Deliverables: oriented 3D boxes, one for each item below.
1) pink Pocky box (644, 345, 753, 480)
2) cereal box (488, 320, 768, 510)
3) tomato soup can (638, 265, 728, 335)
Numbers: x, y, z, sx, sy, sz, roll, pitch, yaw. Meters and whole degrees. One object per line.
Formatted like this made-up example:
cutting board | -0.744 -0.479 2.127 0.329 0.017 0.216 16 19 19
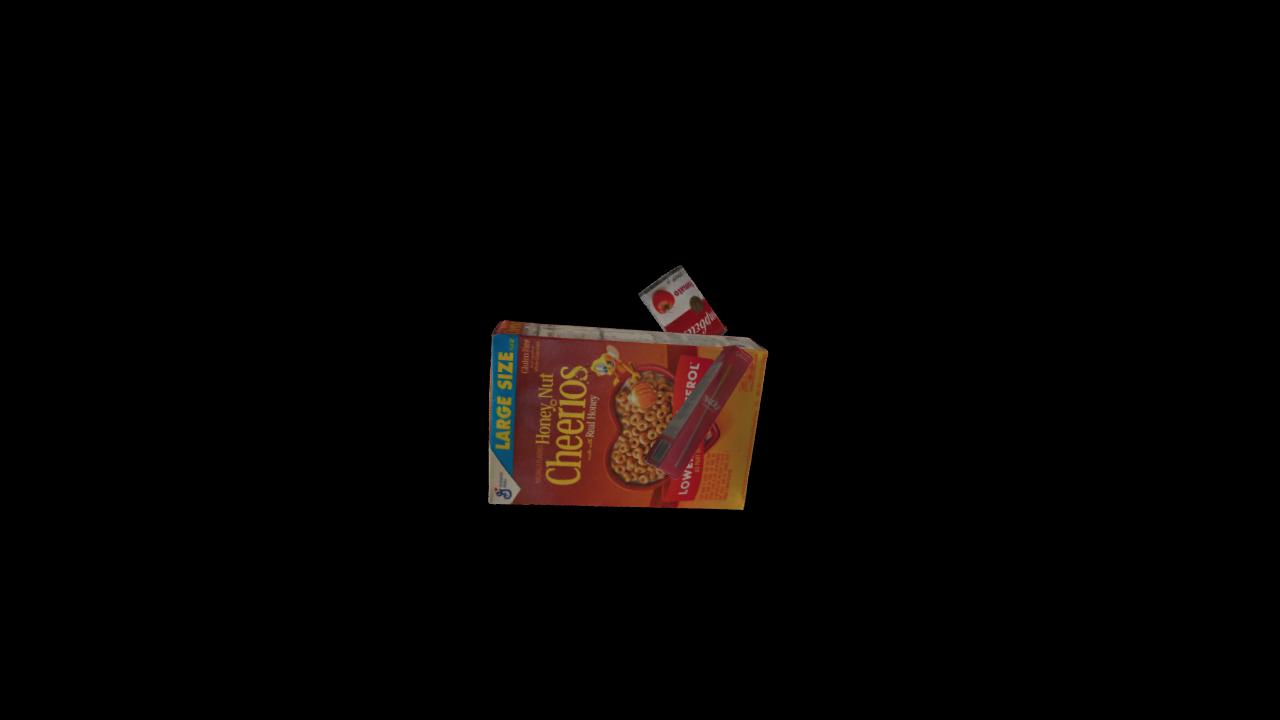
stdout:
pink Pocky box | 0.061 0.055 0.676 0.029 0.155 0.084 34 -8 -10
cereal box | -0.019 0.068 0.716 0.306 0.203 0.081 4 16 -9
tomato soup can | 0.053 -0.060 0.766 0.068 0.101 0.068 -35 2 1
